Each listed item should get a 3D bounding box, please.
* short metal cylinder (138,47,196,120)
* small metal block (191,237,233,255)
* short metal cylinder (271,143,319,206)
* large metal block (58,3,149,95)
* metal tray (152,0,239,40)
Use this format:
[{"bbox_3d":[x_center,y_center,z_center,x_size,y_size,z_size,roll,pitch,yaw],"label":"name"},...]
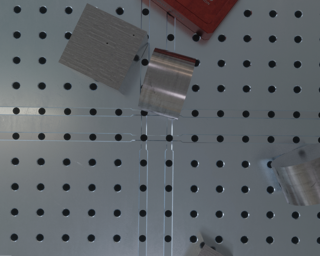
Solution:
[{"bbox_3d":[0.008,-0.054,0.386,0.050,0.080,0.080,16,90,0],"label":"short metal cylinder"},{"bbox_3d":[0.066,0.185,0.414,0.050,0.025,0.050,32,90,0],"label":"small metal block"},{"bbox_3d":[0.188,0.056,0.387,0.080,0.080,0.050,-23,90,0],"label":"short metal cylinder"},{"bbox_3d":[-0.069,-0.098,0.400,0.080,0.050,0.080,26,90,0],"label":"large metal block"},{"bbox_3d":[0.040,-0.193,0.410,0.130,0.030,0.090,37,90,0],"label":"metal tray"}]
